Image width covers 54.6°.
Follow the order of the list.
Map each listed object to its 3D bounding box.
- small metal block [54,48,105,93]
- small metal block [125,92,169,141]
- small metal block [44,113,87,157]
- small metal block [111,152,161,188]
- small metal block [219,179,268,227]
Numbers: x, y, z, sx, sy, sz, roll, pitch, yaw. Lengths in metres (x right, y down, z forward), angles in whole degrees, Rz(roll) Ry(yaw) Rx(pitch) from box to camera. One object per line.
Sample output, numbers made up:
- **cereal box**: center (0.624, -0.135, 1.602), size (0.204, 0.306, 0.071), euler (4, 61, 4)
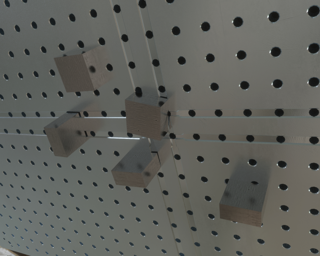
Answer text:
- **small metal block**: center (-0.109, -0.077, 0.422), size (0.050, 0.025, 0.050), euler (0, 119, 28)
- **small metal block**: center (-0.017, -0.016, 0.411), size (0.050, 0.025, 0.050), euler (13, 124, 21)
- **small metal block**: center (-0.144, 0.010, 0.478), size (0.025, 0.050, 0.050), euler (3, 120, 27)
- **small metal block**: center (-0.034, 0.059, 0.450), size (0.050, 0.050, 0.025), euler (0, 118, 28)
- **small metal block**: center (0.108, 0.095, 0.397), size (0.050, 0.050, 0.025), euler (6, 121, 25)
